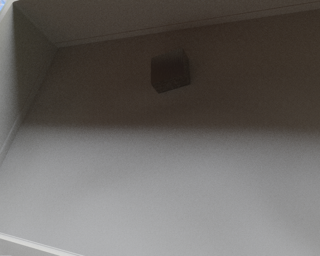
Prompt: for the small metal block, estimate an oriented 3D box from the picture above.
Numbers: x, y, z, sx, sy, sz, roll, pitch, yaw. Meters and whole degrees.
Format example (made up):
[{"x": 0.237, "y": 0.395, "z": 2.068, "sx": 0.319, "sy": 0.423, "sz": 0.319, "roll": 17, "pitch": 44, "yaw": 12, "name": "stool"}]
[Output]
[{"x": 0.015, "y": -0.083, "z": 0.450, "sx": 0.050, "sy": 0.025, "sz": 0.050, "roll": -14, "pitch": 56, "yaw": 20, "name": "small metal block"}]
